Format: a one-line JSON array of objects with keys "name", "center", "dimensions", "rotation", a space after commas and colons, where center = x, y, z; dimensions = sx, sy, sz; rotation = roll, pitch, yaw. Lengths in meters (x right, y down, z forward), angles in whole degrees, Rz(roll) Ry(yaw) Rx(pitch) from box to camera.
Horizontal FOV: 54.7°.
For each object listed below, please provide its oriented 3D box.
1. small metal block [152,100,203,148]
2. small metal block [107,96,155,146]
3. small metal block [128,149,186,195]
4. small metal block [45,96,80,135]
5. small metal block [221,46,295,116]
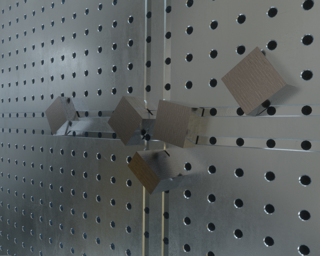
[{"name": "small metal block", "center": [0.022, -0.006, 0.390], "dimensions": [0.050, 0.025, 0.050], "rotation": [18, 101, 38]}, {"name": "small metal block", "center": [-0.042, -0.010, 0.442], "dimensions": [0.050, 0.025, 0.050], "rotation": [49, 119, 28]}, {"name": "small metal block", "center": [-0.004, 0.054, 0.395], "dimensions": [0.050, 0.050, 0.025], "rotation": [46, 118, 29]}, {"name": "small metal block", "center": [-0.174, -0.021, 0.550], "dimensions": [0.050, 0.025, 0.050], "rotation": [-38, 67, 33]}, {"name": "small metal block", "center": [0.101, -0.048, 0.325], "dimensions": [0.050, 0.025, 0.050], "rotation": [-43, 65, 31]}]
